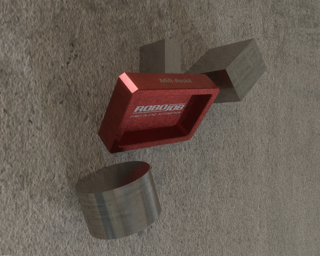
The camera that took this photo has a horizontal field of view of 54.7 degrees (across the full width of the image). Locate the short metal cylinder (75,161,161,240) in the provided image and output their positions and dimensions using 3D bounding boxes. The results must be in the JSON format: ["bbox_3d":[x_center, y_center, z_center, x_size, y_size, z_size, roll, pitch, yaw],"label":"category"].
[{"bbox_3d":[-0.044,0.074,0.332,0.081,0.080,0.050,-23,105,-38],"label":"short metal cylinder"}]

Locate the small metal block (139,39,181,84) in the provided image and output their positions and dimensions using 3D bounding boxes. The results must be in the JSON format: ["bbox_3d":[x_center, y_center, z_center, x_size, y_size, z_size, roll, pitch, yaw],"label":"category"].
[{"bbox_3d":[-0.001,-0.079,0.388,0.025,0.050,0.050,0,91,-40],"label":"small metal block"}]

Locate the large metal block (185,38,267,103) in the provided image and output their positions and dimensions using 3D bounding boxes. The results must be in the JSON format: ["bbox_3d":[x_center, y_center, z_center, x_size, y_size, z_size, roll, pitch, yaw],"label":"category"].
[{"bbox_3d":[0.092,-0.079,0.446,0.080,0.080,0.050,-47,118,-30],"label":"large metal block"}]

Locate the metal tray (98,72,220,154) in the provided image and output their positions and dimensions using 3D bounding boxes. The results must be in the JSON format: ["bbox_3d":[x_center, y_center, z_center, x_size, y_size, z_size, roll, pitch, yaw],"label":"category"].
[{"bbox_3d":[0.001,-0.019,0.367,0.131,0.030,0.089,-7,137,-40],"label":"metal tray"}]
